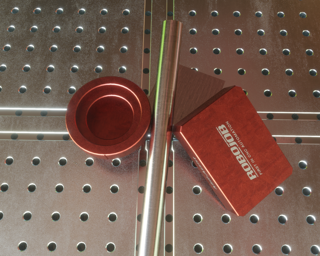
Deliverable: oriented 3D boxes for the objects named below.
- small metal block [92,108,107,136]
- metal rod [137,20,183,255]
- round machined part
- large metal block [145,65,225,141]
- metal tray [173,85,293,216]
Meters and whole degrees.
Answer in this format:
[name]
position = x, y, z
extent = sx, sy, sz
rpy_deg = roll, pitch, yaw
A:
[small metal block]
position = -0.073, -0.011, 0.412
extent = 0.050, 0.025, 0.050
rpy_deg = -21, 72, -8
[metal rod]
position = -0.001, 0.025, 0.356
extent = 0.025, 0.025, 0.298
rpy_deg = 6, 86, 2
[round machined part]
position = -0.058, -0.009, 0.373
extent = 0.099, 0.042, 0.098
rpy_deg = -1, 71, 3
[large metal block]
position = 0.030, -0.031, 0.407
extent = 0.080, 0.050, 0.080
rpy_deg = 22, 71, 7
[metal tray]
position = 0.088, 0.027, 0.369
extent = 0.090, 0.030, 0.130
rpy_deg = -37, 99, -12
